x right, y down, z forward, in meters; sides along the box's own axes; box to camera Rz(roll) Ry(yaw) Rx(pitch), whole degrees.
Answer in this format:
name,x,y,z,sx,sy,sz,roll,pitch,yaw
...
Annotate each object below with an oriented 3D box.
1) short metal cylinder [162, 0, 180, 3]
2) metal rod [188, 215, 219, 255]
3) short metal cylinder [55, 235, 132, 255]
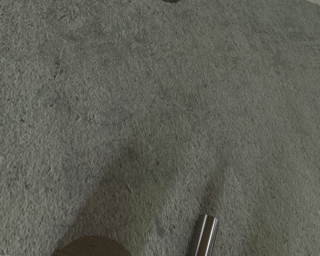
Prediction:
name,x,y,z,sx,sy,sz,roll,pitch,yaw
short metal cylinder,0.017,-0.277,0.566,0.081,0.050,0.080,14,56,-21
metal rod,0.008,0.217,0.275,0.025,0.025,0.301,31,52,-8
short metal cylinder,-0.064,0.139,0.268,0.081,0.050,0.080,14,56,-21
